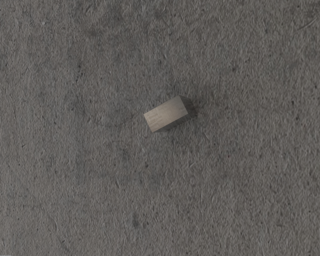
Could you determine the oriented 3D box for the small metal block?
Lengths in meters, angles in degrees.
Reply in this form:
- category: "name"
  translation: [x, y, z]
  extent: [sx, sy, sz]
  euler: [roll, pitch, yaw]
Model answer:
- category: "small metal block"
  translation: [0.015, -0.017, 0.391]
  extent: [0.050, 0.050, 0.025]
  euler: [-28, 81, 18]
